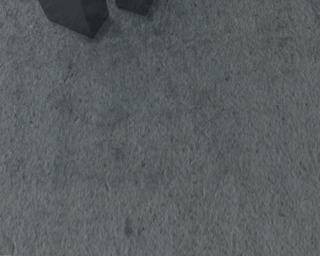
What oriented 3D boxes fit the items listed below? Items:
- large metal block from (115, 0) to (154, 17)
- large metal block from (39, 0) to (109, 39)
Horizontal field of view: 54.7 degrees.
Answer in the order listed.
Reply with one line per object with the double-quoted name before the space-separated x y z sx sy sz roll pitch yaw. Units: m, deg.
"large metal block" -0.031 -0.232 0.463 0.050 0.080 0.080 21 71 7
"large metal block" -0.127 -0.186 0.445 0.080 0.080 0.050 25 72 8
